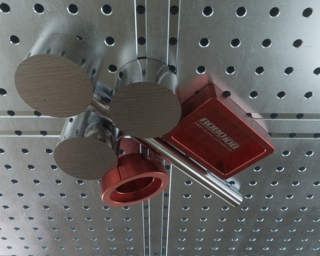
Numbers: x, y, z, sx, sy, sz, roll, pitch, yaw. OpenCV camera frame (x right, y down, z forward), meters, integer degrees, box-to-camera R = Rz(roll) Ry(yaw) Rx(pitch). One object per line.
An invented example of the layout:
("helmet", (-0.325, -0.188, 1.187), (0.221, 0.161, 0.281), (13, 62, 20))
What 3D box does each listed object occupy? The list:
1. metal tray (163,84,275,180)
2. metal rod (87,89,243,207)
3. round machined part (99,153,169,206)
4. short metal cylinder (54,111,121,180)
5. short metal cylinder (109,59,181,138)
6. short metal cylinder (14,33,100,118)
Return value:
("metal tray", (0.079, 0.011, 0.417), (0.130, 0.030, 0.090), (36, 122, -27))
("metal rod", (0.019, 0.040, 0.446), (0.301, 0.025, 0.025), (36, 121, -27))
("round machined part", (-0.039, 0.071, 0.447), (0.099, 0.042, 0.098), (-15, 147, -10))
("short metal cylinder", (-0.094, 0.024, 0.415), (0.081, 0.050, 0.079), (0, 130, 0))
("short metal cylinder", (-0.016, -0.034, 0.365), (0.081, 0.050, 0.079), (0, 130, 0))
("short metal cylinder", (-0.111, -0.058, 0.345), (0.081, 0.050, 0.079), (0, 130, 0))
